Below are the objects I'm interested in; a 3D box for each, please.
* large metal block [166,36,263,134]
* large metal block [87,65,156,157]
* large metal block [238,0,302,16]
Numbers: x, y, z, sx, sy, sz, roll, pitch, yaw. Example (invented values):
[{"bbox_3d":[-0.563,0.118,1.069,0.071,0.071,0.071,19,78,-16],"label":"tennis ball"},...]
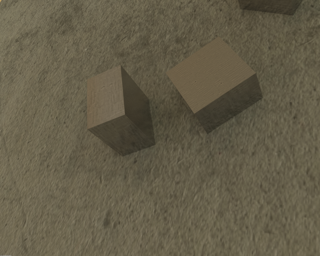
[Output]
[{"bbox_3d":[0.066,-0.054,0.385,0.080,0.050,0.080,-34,52,5],"label":"large metal block"},{"bbox_3d":[-0.050,-0.021,0.406,0.050,0.080,0.080,-21,54,16],"label":"large metal block"},{"bbox_3d":[0.162,-0.210,0.431,0.080,0.050,0.080,25,75,36],"label":"large metal block"}]
